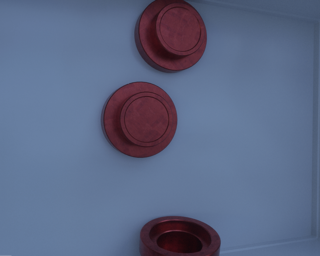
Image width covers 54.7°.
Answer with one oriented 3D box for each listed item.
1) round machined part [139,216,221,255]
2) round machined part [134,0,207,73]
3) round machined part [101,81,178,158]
[{"bbox_3d":[0.023,0.151,0.383,0.099,0.098,0.042,0,102,-20],"label":"round machined part"},{"bbox_3d":[0.019,-0.125,0.410,0.099,0.042,0.097,0,90,-21],"label":"round machined part"},{"bbox_3d":[-0.023,-0.011,0.394,0.099,0.042,0.097,0,90,-21],"label":"round machined part"}]
